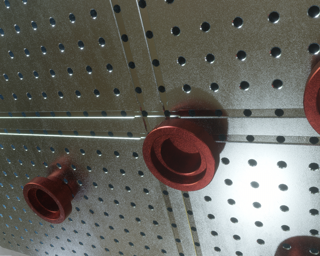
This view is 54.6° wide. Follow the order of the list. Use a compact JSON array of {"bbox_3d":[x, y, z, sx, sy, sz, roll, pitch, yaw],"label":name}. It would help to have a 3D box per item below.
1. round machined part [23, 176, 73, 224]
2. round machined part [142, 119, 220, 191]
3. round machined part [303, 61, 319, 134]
[{"bbox_3d":[-0.208,0.132,0.593,0.098,0.042,0.097,13,124,21],"label":"round machined part"},{"bbox_3d":[0.030,0.031,0.404,0.098,0.042,0.097,13,124,21],"label":"round machined part"},{"bbox_3d":[0.186,-0.032,0.282,0.098,0.042,0.097,13,124,21],"label":"round machined part"}]
